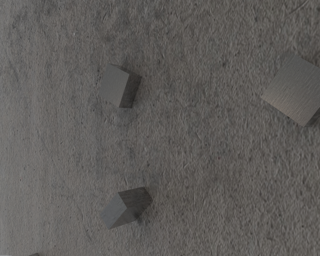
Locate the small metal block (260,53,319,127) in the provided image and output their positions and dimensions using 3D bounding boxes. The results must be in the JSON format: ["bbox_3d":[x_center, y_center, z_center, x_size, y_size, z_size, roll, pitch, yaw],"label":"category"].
[{"bbox_3d":[0.135,-0.035,0.294,0.050,0.025,0.050,44,116,31],"label":"small metal block"}]

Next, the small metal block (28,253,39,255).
[{"bbox_3d":[-0.251,0.287,0.613,0.050,0.025,0.050,42,115,31],"label":"small metal block"}]

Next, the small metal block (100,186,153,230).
[{"bbox_3d":[-0.046,0.110,0.427,0.050,0.050,0.025,-52,60,27],"label":"small metal block"}]

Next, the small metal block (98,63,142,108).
[{"bbox_3d":[-0.059,-0.062,0.454,0.050,0.025,0.050,32,110,35],"label":"small metal block"}]
